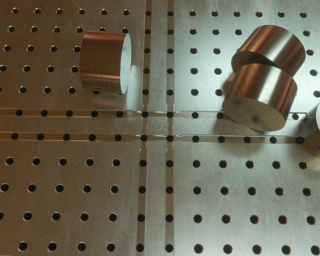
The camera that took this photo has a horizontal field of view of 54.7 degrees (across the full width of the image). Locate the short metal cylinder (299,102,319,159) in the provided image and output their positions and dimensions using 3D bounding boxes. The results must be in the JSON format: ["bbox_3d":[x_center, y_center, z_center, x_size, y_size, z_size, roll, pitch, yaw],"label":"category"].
[{"bbox_3d":[0.231,0.000,0.400,0.081,0.050,0.080,0,70,0],"label":"short metal cylinder"}]

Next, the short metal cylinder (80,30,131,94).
[{"bbox_3d":[-0.070,-0.088,0.414,0.050,0.080,0.080,6,70,2],"label":"short metal cylinder"}]

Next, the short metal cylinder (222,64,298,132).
[{"bbox_3d":[0.127,-0.037,0.397,0.080,0.080,0.050,24,72,8],"label":"short metal cylinder"}]

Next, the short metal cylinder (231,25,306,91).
[{"bbox_3d":[0.144,-0.090,0.416,0.080,0.080,0.050,36,74,12],"label":"short metal cylinder"}]
